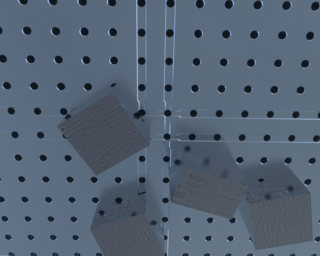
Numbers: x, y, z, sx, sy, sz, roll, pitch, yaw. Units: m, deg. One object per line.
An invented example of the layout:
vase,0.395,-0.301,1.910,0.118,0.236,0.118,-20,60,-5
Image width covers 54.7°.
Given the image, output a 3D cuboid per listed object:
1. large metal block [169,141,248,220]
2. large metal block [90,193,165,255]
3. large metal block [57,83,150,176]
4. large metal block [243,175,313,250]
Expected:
large metal block,0.059,0.066,0.409,0.080,0.080,0.050,17,109,-7
large metal block,-0.045,0.153,0.456,0.080,0.050,0.080,-18,109,6
large metal block,-0.069,0.001,0.400,0.080,0.050,0.080,-30,108,10
large metal block,0.167,0.121,0.447,0.080,0.050,0.079,-11,110,3
